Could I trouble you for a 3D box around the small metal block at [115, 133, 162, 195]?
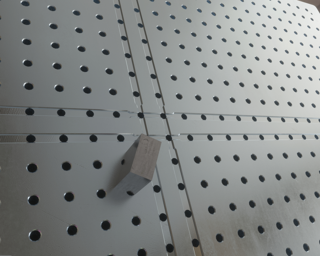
[{"bbox_3d":[-0.025,0.042,0.354,0.025,0.050,0.050,25,53,-14],"label":"small metal block"}]
